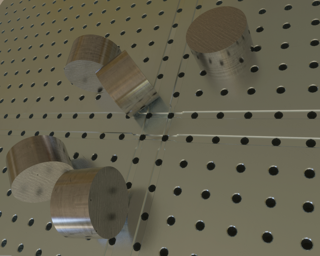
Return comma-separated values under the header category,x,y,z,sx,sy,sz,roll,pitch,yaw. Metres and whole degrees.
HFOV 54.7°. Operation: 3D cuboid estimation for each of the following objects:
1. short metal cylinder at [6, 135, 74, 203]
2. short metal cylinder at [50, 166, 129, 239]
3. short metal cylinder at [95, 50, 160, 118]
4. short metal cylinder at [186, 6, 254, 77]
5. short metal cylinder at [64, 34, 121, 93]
category,x,y,z,sx,sy,sz,roll,pitch,yaw
short metal cylinder,-0.162,0.056,0.421,0.080,0.080,0.050,-37,51,3
short metal cylinder,-0.079,0.086,0.360,0.050,0.080,0.080,-8,58,24
short metal cylinder,-0.044,-0.061,0.432,0.050,0.080,0.080,-36,51,4
short metal cylinder,0.082,-0.117,0.420,0.080,0.050,0.080,-13,56,20
short metal cylinder,-0.103,-0.099,0.486,0.080,0.080,0.050,-7,59,24
